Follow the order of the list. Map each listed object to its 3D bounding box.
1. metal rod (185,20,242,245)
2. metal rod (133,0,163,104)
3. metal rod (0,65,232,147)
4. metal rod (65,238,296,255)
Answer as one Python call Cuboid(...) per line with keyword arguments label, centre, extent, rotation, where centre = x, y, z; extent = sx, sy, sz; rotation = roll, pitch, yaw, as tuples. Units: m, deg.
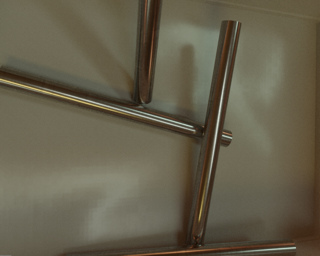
Cuboid(label="metal rod", centre=(0.068, 0.014, 0.408), extent=(0.025, 0.025, 0.298), rotation=(5, 98, -20))
Cuboid(label="metal rod", centre=(-0.007, -0.150, 0.307), extent=(0.025, 0.025, 0.298), rotation=(-10, 134, -20))
Cuboid(label="metal rod", centre=(-0.041, -0.021, 0.395), extent=(0.302, 0.025, 0.025), rotation=(15, 85, -20))
Cuboid(label="metal rod", centre=(0.035, 0.166, 0.401), extent=(0.302, 0.025, 0.025), rotation=(1, 90, -12))
